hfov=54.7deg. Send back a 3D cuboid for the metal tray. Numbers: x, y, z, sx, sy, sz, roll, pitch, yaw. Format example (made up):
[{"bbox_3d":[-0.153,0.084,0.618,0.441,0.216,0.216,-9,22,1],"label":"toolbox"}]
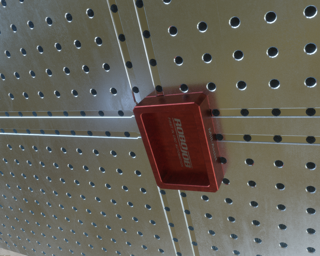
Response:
[{"bbox_3d":[0.026,0.022,0.406,0.090,0.030,0.129,-2,118,29],"label":"metal tray"}]
